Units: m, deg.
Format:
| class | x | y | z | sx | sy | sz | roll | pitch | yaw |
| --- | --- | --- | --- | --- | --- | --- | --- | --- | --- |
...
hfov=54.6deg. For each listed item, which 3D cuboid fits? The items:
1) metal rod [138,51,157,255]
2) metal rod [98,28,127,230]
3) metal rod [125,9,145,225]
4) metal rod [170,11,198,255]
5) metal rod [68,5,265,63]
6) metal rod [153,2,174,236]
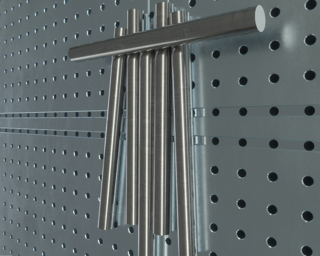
| class | x | y | z | sx | sy | sz | roll | pitch | yaw |
| --- | --- | --- | --- | --- | --- | --- | --- | --- | --- |
| metal rod | -0.017 | 0.041 | 0.424 | 0.025 | 0.025 | 0.298 | 1 | 91 | 40 |
| metal rod | -0.069 | 0.004 | 0.466 | 0.025 | 0.025 | 0.298 | 9 | 96 | 40 |
| metal rod | -0.035 | -0.015 | 0.440 | 0.025 | 0.025 | 0.298 | 1 | 91 | 40 |
| metal rod | 0.030 | 0.006 | 0.386 | 0.025 | 0.025 | 0.298 | -3 | 88 | 40 |
| metal rod | -0.019 | -0.110 | 0.393 | 0.300 | 0.025 | 0.025 | 3 | 92 | 40 |
| metal rod | 0.004 | -0.011 | 0.408 | 0.025 | 0.025 | 0.298 | 1 | 91 | 40 |
